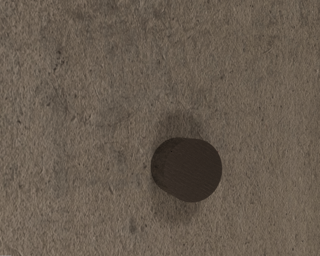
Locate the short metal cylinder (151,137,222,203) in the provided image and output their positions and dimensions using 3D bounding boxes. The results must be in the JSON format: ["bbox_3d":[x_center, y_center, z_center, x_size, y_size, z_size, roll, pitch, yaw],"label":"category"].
[{"bbox_3d":[0.034,0.053,0.410,0.081,0.050,0.079,0,90,-21],"label":"short metal cylinder"}]
